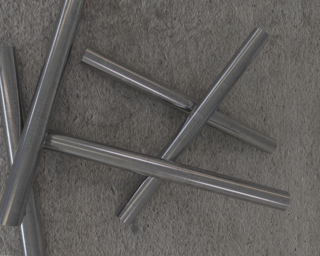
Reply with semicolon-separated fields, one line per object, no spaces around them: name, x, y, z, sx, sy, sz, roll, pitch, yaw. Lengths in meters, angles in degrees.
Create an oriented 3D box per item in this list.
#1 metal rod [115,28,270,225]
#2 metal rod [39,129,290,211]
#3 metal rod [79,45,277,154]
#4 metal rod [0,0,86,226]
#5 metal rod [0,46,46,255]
metal rod;0.043;-0.005;0.400;0.025;0.025;0.300;38;87;-16
metal rod;0.009;0.051;0.371;0.302;0.025;0.025;15;85;-4
metal rod;0.038;-0.030;0.422;0.302;0.025;0.025;24;82;-19
metal rod;-0.124;-0.046;0.346;0.025;0.025;0.299;16;78;-19
metal rod;-0.155;0.059;0.351;0.025;0.025;0.298;-8;93;-20
